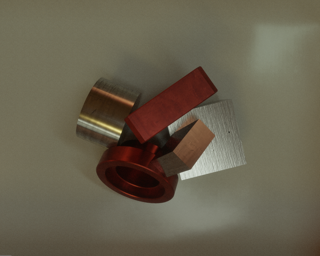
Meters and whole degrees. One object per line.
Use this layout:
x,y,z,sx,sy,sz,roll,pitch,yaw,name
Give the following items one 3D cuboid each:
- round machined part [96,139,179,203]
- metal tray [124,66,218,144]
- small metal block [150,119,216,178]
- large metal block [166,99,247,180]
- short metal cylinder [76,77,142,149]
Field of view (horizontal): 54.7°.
-0.024,0.051,0.383,0.098,0.097,0.042,20,55,-1,round machined part
0.010,-0.023,0.357,0.090,0.130,0.030,-35,91,0,metal tray
0.024,0.022,0.329,0.025,0.050,0.050,46,58,-7,small metal block
0.054,0.012,0.391,0.080,0.050,0.080,-14,95,-1,large metal block
-0.062,-0.016,0.381,0.050,0.080,0.080,23,90,-1,short metal cylinder
